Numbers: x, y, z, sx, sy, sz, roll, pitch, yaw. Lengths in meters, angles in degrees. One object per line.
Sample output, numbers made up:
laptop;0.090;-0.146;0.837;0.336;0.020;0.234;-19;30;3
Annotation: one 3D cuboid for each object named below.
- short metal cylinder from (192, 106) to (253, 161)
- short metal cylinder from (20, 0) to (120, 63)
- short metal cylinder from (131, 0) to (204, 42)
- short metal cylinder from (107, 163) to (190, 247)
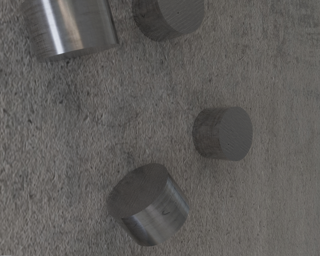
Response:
short metal cylinder;0.095;0.008;0.468;0.081;0.050;0.080;0;90;-40
short metal cylinder;-0.084;-0.097;0.298;0.081;0.080;0.050;-22;105;-38
short metal cylinder;0.011;-0.156;0.397;0.081;0.050;0.080;0;90;-40
short metal cylinder;-0.013;0.087;0.358;0.080;0.080;0.050;-48;119;-29
